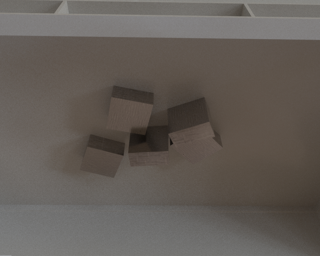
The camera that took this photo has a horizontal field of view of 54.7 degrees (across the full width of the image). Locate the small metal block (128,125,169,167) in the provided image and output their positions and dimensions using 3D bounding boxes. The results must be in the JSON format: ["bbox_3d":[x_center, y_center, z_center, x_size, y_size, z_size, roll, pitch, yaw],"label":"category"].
[{"bbox_3d":[-0.014,0.023,0.412,0.050,0.050,0.025,-3,130,2],"label":"small metal block"}]

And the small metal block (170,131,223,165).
[{"bbox_3d":[0.049,0.017,0.424,0.050,0.025,0.050,-34,123,25],"label":"small metal block"}]

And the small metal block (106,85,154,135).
[{"bbox_3d":[-0.038,-0.022,0.390,0.050,0.025,0.050,10,130,-9],"label":"small metal block"}]

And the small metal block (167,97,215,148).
[{"bbox_3d":[0.038,-0.007,0.387,0.050,0.050,0.025,-17,128,13],"label":"small metal block"}]

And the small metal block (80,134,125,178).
[{"bbox_3d":[-0.082,0.041,0.443,0.050,0.025,0.050,16,128,-14],"label":"small metal block"}]
